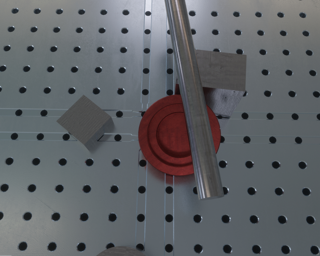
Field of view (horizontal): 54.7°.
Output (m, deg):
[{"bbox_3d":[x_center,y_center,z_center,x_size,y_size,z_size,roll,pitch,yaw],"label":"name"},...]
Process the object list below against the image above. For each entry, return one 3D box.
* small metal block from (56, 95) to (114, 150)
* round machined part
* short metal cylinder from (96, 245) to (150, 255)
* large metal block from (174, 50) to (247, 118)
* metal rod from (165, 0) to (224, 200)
[{"bbox_3d":[-0.099,-0.008,0.414,0.050,0.025,0.050,38,74,12],"label":"small metal block"},{"bbox_3d":[0.025,0.008,0.389,0.099,0.042,0.097,0,91,6],"label":"round machined part"},{"bbox_3d":[-0.041,0.170,0.336,0.081,0.050,0.080,0,70,0],"label":"short metal cylinder"},{"bbox_3d":[0.061,-0.056,0.403,0.080,0.080,0.050,7,70,2],"label":"large metal block"},{"bbox_3d":[0.031,-0.071,0.352,0.025,0.025,0.299,-7,70,-3],"label":"metal rod"}]
